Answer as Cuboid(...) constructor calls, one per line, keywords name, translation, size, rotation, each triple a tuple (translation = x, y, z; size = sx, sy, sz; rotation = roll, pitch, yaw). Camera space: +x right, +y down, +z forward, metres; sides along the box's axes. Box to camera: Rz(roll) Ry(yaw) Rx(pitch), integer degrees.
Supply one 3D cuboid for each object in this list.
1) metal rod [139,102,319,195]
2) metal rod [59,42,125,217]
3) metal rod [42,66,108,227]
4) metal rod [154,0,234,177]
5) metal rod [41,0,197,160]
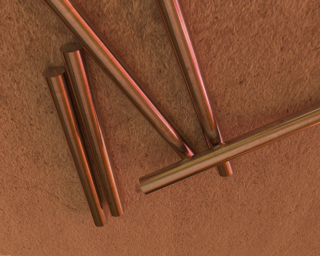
Cuboid(name="metal rod", translation=(0.114, 0.018, 0.396), size=(0.301, 0.025, 0.025), rotation=(-24, 127, 8))
Cuboid(name="metal rod", translation=(-0.084, 0.027, 0.428), size=(0.025, 0.025, 0.298), rotation=(-3, 130, 3))
Cuboid(name="metal rod", translation=(-0.112, 0.050, 0.448), size=(0.025, 0.025, 0.298), rotation=(-3, 130, 2))
Cuboid(name="metal rod", translation=(0.046, -0.044, 0.369), size=(0.025, 0.025, 0.299), rotation=(-16, 129, 13))
Cuboid(name="metal rod", translation=(-0.030, -0.043, 0.369), size=(0.025, 0.025, 0.300), rotation=(-26, 126, 20))
